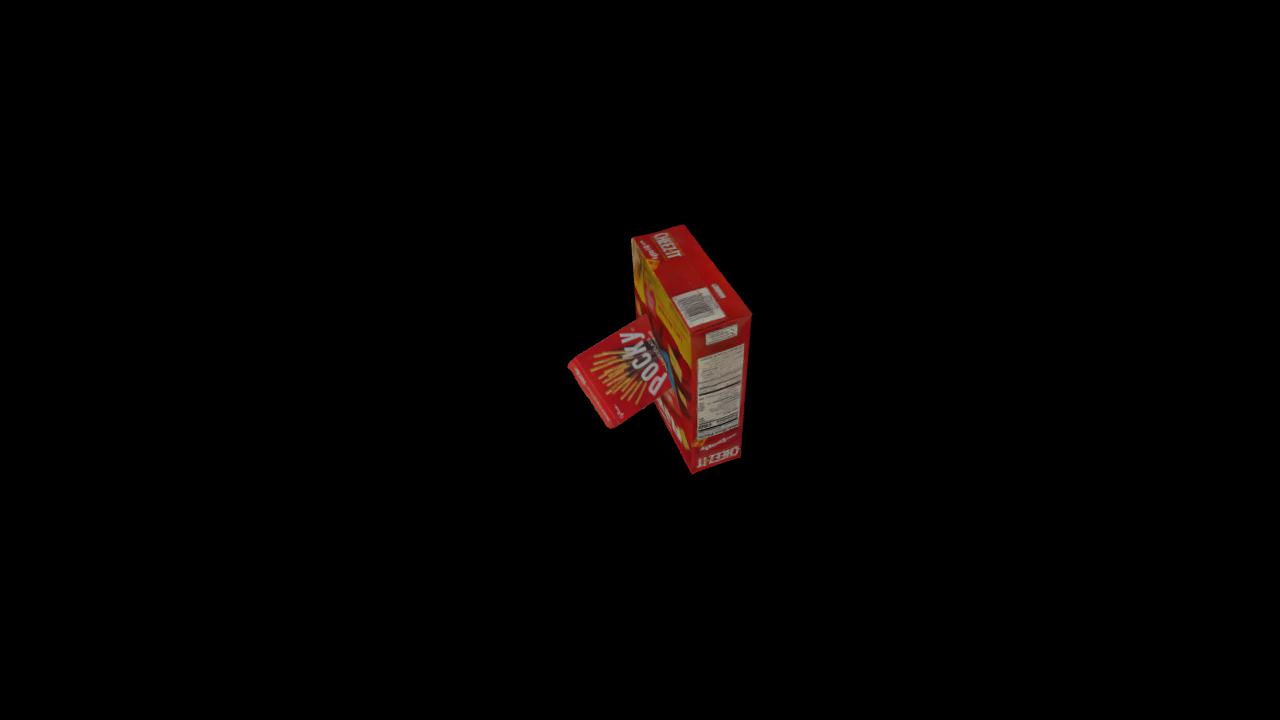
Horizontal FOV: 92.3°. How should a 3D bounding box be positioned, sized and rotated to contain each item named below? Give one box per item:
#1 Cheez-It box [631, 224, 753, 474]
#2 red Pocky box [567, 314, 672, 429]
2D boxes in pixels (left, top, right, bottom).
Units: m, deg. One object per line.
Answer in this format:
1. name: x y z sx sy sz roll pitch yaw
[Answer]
1. Cheez-It box: 0.052 -0.008 0.669 0.071 0.223 0.166 -16 46 -12
2. red Pocky box: 0.008 -0.002 0.650 0.155 0.083 0.028 -34 2 -29
